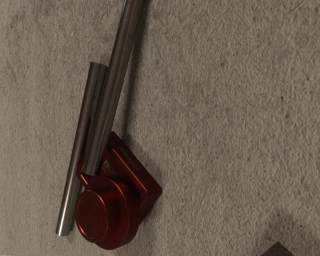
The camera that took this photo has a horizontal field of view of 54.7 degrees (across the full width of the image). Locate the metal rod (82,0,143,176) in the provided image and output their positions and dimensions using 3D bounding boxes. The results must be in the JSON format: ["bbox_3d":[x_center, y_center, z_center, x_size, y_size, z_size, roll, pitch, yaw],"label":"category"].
[{"bbox_3d":[-0.059,-0.081,0.428,0.025,0.025,0.298,16,93,38],"label":"metal rod"}]

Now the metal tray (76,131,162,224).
[{"bbox_3d":[-0.065,0.078,0.452,0.130,0.030,0.089,46,117,30],"label":"metal tray"}]

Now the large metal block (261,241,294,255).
[{"bbox_3d":[0.114,0.172,0.294,0.080,0.050,0.079,41,115,32],"label":"large metal block"}]

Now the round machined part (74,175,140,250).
[{"bbox_3d":[-0.077,0.114,0.415,0.098,0.042,0.097,0,90,39],"label":"round machined part"}]

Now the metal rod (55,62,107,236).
[{"bbox_3d":[-0.133,0.041,0.511,0.025,0.025,0.298,24,105,37],"label":"metal rod"}]
